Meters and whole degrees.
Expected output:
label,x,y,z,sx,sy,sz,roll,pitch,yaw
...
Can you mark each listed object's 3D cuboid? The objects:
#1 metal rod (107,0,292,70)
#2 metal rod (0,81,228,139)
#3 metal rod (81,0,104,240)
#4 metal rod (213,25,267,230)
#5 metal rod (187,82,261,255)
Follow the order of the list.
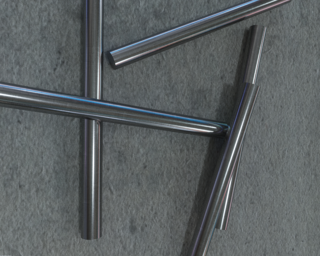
label,x,y,z,sx,sy,sz,roll,pitch,yaw
metal rod,0.068,-0.146,0.435,0.302,0.025,0.025,-25,99,-19
metal rod,-0.042,-0.016,0.371,0.302,0.025,0.025,8,87,-29
metal rod,-0.082,-0.017,0.379,0.025,0.025,0.298,1,90,-20
metal rod,0.115,-0.004,0.453,0.025,0.025,0.298,14,85,-20
metal rod,0.080,0.083,0.424,0.025,0.025,0.298,18,90,-20
